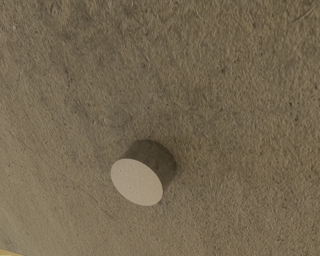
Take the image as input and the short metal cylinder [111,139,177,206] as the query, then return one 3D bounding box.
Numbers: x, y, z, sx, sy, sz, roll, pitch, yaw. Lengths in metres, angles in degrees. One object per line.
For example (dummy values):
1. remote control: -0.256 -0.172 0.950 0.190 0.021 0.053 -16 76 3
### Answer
1. short metal cylinder: -0.022 0.063 0.442 0.080 0.050 0.080 13 124 21
